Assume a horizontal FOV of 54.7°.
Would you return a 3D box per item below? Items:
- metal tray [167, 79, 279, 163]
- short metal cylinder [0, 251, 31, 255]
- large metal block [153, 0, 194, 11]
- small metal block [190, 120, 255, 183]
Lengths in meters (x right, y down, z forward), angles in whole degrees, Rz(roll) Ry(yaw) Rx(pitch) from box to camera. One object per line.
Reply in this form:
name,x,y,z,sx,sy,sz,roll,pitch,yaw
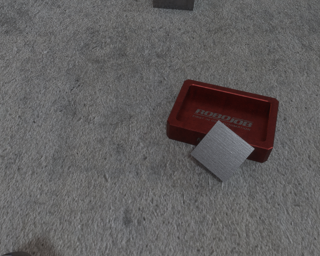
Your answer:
metal tray,0.084,-0.013,0.411,0.131,0.030,0.090,15,51,12
short metal cylinder,-0.125,0.147,0.243,0.050,0.080,0.080,37,59,27
large metal block,0.032,-0.284,0.625,0.080,0.050,0.080,6,50,5
small metal block,0.072,0.026,0.357,0.050,0.025,0.050,40,96,10
